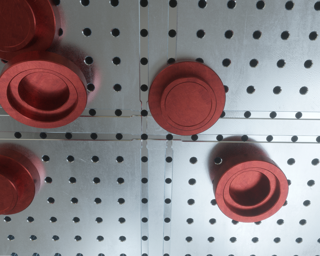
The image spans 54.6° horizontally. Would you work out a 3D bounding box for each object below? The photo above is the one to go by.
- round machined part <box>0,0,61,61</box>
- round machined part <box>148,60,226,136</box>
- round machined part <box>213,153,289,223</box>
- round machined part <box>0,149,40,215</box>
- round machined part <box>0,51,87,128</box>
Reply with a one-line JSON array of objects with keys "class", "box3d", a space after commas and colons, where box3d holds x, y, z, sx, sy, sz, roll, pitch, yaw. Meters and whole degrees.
[{"class": "round machined part", "box3d": [-0.170, -0.124, 0.357, 0.099, 0.042, 0.097, 0, 110, 0]}, {"class": "round machined part", "box3d": [0.034, -0.035, 0.392, 0.099, 0.042, 0.097, 0, 110, 0]}, {"class": "round machined part", "box3d": [0.123, 0.079, 0.434, 0.099, 0.042, 0.097, 0, 110, 0]}, {"class": "round machined part", "box3d": [-0.225, 0.081, 0.433, 0.099, 0.042, 0.097, 0, 110, 0]}, {"class": "round machined part", "box3d": [-0.138, -0.049, 0.373, 0.099, 0.042, 0.097, -7, 133, -8]}]
